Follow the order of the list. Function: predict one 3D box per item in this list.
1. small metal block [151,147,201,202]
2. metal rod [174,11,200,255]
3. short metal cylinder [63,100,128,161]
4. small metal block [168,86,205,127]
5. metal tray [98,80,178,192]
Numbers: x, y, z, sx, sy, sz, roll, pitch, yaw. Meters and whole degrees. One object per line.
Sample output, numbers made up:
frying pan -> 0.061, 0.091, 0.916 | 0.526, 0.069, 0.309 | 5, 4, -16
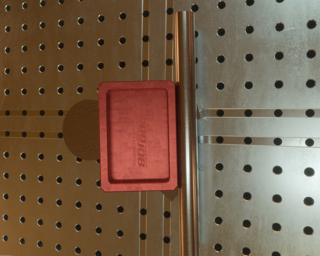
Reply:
small metal block -> 0.016, 0.059, 0.405 | 0.050, 0.025, 0.050 | 41, 102, 15
metal rod -> 0.033, 0.012, 0.373 | 0.025, 0.025, 0.298 | -1, 90, 19
short metal cylinder -> -0.085, 0.002, 0.427 | 0.080, 0.050, 0.079 | 0, 90, 19
small metal block -> 0.026, -0.029, 0.403 | 0.050, 0.025, 0.050 | -16, 85, 19
metal tray -> -0.026, 0.009, 0.376 | 0.091, 0.030, 0.129 | -1, 90, 0
